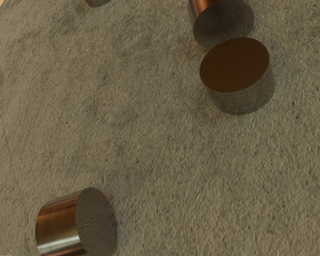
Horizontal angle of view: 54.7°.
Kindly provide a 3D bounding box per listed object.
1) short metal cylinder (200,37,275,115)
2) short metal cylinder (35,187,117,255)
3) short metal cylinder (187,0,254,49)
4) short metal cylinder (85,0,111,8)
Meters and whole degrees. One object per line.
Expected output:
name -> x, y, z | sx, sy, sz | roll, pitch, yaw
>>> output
short metal cylinder -> 0.095, -0.062, 0.376 | 0.080, 0.050, 0.080 | -13, 56, 21
short metal cylinder -> -0.091, 0.112, 0.347 | 0.050, 0.080, 0.080 | -21, 54, 16
short metal cylinder -> 0.081, -0.153, 0.420 | 0.080, 0.080, 0.050 | -19, 55, 17
short metal cylinder -> -0.131, -0.297, 0.640 | 0.080, 0.050, 0.080 | -13, 56, 21
